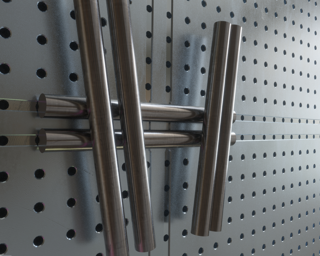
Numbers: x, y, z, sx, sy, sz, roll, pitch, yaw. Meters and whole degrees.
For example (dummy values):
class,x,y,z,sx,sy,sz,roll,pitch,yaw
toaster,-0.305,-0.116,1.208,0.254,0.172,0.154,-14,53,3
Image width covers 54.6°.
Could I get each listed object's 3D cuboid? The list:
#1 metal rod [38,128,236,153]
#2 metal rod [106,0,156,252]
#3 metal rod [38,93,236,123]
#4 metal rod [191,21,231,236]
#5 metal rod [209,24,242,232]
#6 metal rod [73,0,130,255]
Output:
class,x,y,z,sx,sy,sz,roll,pitch,yaw
metal rod,-0.002,0.015,0.407,0.302,0.025,0.025,1,90,-40
metal rod,-0.032,-0.008,0.349,0.025,0.025,0.298,-10,97,-39
metal rod,-0.002,-0.020,0.407,0.302,0.025,0.025,1,90,-40
metal rod,0.073,-0.003,0.437,0.025,0.025,0.299,12,83,-39
metal rod,0.093,-0.004,0.454,0.025,0.025,0.299,12,83,-39
metal rod,-0.061,-0.006,0.325,0.025,0.025,0.298,-11,97,-39
